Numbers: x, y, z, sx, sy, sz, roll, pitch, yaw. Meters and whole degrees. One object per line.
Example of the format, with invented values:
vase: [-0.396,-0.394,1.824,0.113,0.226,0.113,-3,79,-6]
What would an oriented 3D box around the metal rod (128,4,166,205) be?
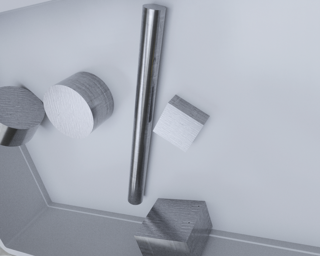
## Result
metal rod: [-0.023,-0.007,0.414,0.025,0.025,0.298,19,126,16]

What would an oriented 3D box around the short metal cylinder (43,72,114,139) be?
short metal cylinder: [-0.112,-0.032,0.430,0.080,0.050,0.079,13,124,20]

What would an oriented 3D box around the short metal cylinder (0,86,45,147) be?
short metal cylinder: [-0.227,-0.018,0.479,0.080,0.080,0.050,43,129,-2]

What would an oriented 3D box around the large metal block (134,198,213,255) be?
large metal block: [0.022,0.150,0.453,0.080,0.080,0.050,-4,117,29]

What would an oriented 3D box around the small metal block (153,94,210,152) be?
small metal block: [0.026,-0.005,0.390,0.050,0.025,0.050,33,129,6]
